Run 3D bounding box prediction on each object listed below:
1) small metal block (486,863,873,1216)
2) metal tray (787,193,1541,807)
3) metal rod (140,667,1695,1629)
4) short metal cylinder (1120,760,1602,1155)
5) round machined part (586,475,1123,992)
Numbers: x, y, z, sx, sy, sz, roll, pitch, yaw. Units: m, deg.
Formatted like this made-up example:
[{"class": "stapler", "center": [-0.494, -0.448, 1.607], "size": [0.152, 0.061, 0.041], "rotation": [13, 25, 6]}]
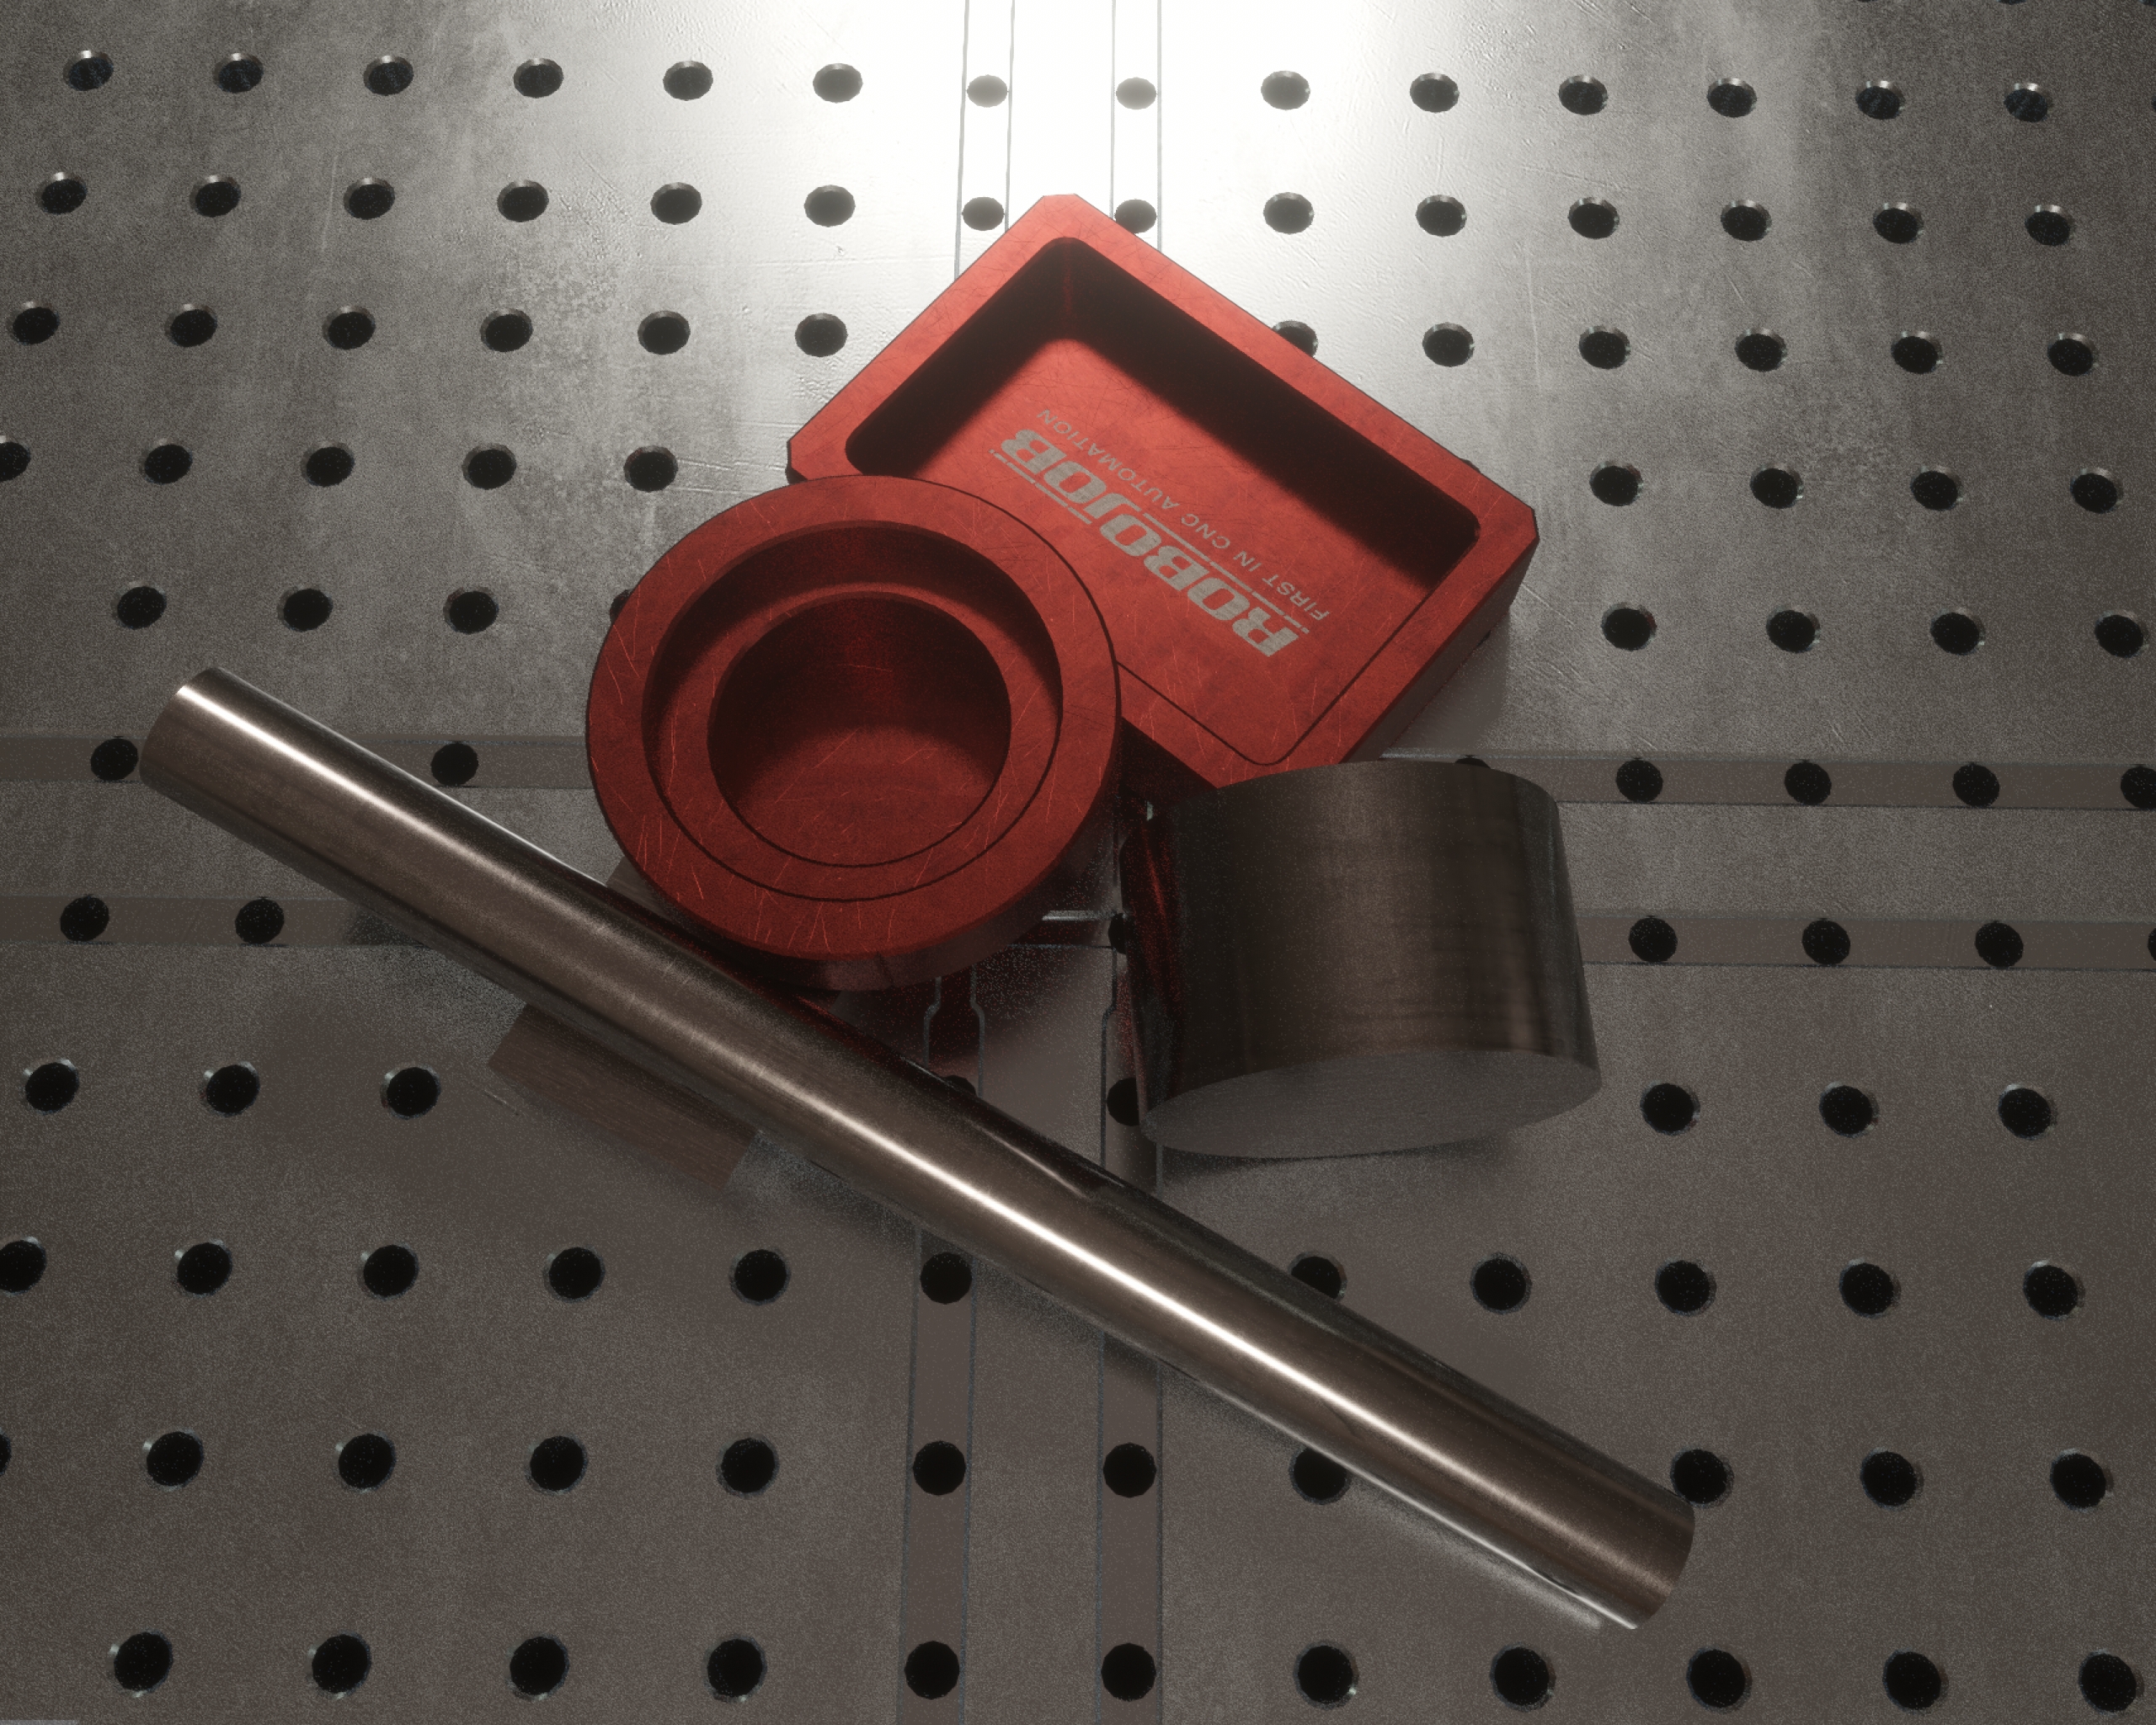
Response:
[{"class": "small metal block", "center": [-0.075, 0.032, 0.399], "size": [0.050, 0.025, 0.050], "rotation": [27, 72, 9]}, {"class": "metal tray", "center": [0.017, -0.070, 0.434], "size": [0.130, 0.030, 0.090], "rotation": [38, 74, 12]}, {"class": "metal rod", "center": [-0.029, 0.050, 0.371], "size": [0.301, 0.025, 0.025], "rotation": [30, 72, 1]}, {"class": "short metal cylinder", "center": [0.049, 0.020, 0.374], "size": [0.081, 0.080, 0.050], "rotation": [-4, 70, -2]}, {"class": "round machined part", "center": [-0.041, -0.022, 0.402], "size": [0.099, 0.042, 0.098], "rotation": [0, 70, 1]}]
